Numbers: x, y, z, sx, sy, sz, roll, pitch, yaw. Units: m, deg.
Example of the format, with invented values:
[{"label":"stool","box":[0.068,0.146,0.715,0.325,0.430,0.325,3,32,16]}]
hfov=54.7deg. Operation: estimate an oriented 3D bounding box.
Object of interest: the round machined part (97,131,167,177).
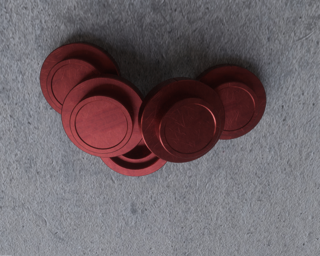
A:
[{"label":"round machined part","box":[-0.032,0.011,0.405,0.099,0.042,0.097,0,110,-1]}]

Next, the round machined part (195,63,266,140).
[{"label":"round machined part","box":[0.086,-0.030,0.392,0.099,0.042,0.097,0,110,-1]}]

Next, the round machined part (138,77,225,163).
[{"label":"round machined part","box":[0.027,-0.005,0.345,0.099,0.042,0.097,-5,109,-13]}]

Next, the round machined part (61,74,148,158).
[{"label":"round machined part","box":[-0.063,-0.010,0.352,0.099,0.042,0.097,0,110,-1]}]

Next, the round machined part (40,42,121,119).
[{"label":"round machined part","box":[-0.098,-0.054,0.380,0.099,0.042,0.097,0,110,-1]}]
